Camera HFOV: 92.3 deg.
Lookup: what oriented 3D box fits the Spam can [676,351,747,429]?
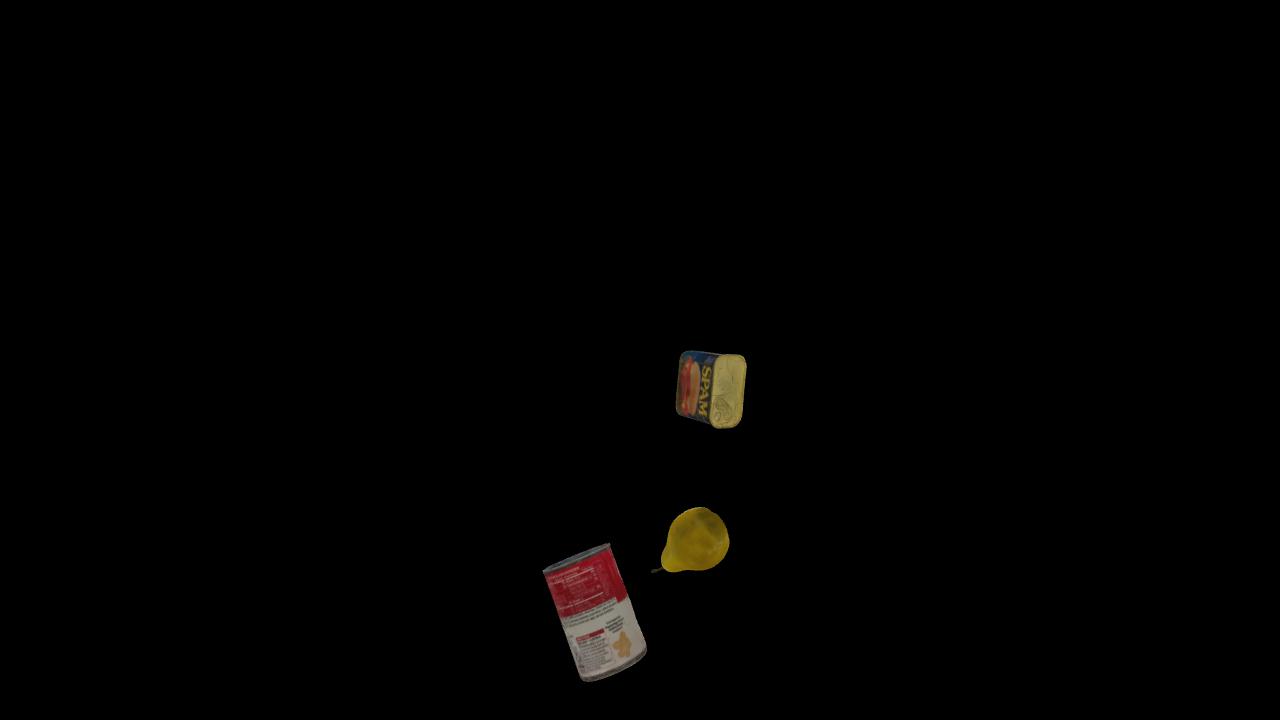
[{"bbox_3d":[0.097,0.038,0.860,0.058,0.101,0.085,3,5,-32],"label":"Spam can"}]

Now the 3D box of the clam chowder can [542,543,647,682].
[{"bbox_3d":[-0.041,0.231,0.569,0.068,0.102,0.068,-21,-11,-4],"label":"clam chowder can"}]

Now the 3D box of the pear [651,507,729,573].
[{"bbox_3d":[0.060,0.237,0.767,0.080,0.080,0.111,0,-44,-44],"label":"pear"}]
